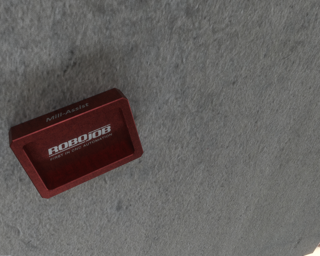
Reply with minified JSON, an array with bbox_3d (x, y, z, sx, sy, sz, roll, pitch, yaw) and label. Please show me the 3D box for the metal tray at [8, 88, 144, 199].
[{"bbox_3d":[-0.092,0.018,0.363,0.131,0.030,0.090,-24,127,-14],"label":"metal tray"}]
